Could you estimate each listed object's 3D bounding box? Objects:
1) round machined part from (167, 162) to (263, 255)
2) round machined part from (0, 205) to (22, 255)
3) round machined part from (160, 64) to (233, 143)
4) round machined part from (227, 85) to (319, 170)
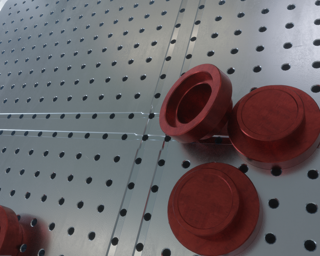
[{"bbox_3d":[0.052,0.080,0.321,0.098,0.042,0.098,-13,56,21],"label":"round machined part"},{"bbox_3d":[-0.230,0.157,0.424,0.098,0.042,0.098,-13,56,21],"label":"round machined part"},{"bbox_3d":[0.048,-0.025,0.374,0.098,0.042,0.098,-35,37,33],"label":"round machined part"},{"bbox_3d":[0.122,-0.008,0.339,0.098,0.042,0.098,-13,56,21],"label":"round machined part"}]
